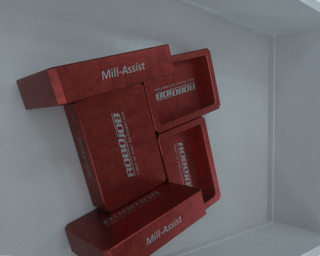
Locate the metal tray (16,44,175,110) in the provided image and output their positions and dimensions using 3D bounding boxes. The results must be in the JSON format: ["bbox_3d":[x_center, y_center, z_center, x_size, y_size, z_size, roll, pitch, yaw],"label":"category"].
[{"bbox_3d":[-0.061,-0.052,0.310,0.131,0.090,0.030,-23,105,-38],"label":"metal tray"}]

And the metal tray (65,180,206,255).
[{"bbox_3d":[-0.025,0.101,0.342,0.131,0.090,0.030,-22,105,-38],"label":"metal tray"}]

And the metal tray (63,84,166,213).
[{"bbox_3d":[-0.048,0.019,0.361,0.091,0.030,0.129,-22,104,-38],"label":"metal tray"}]

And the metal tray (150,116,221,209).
[{"bbox_3d":[0.035,0.057,0.433,0.091,0.030,0.129,-22,104,-38],"label":"metal tray"}]

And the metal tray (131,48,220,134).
[{"bbox_3d":[0.024,-0.054,0.423,0.131,0.030,0.089,-22,104,-38],"label":"metal tray"}]
